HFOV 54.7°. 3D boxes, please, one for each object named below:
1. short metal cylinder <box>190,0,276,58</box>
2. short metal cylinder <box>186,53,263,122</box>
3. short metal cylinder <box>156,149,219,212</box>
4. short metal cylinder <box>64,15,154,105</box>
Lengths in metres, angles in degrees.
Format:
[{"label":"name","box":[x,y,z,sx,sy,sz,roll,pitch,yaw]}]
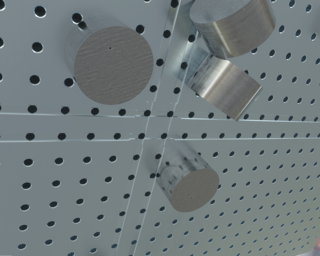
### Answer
[{"label":"short metal cylinder","box":[0.080,-0.124,0.343,0.080,0.080,0.050,-42,129,0]},{"label":"short metal cylinder","box":[0.080,-0.051,0.387,0.080,0.080,0.050,28,103,-38]},{"label":"short metal cylinder","box":[0.041,0.079,0.466,0.081,0.050,0.079,-14,124,-21]},{"label":"short metal cylinder","box":[-0.054,-0.071,0.322,0.081,0.050,0.079,-14,124,-21]}]
